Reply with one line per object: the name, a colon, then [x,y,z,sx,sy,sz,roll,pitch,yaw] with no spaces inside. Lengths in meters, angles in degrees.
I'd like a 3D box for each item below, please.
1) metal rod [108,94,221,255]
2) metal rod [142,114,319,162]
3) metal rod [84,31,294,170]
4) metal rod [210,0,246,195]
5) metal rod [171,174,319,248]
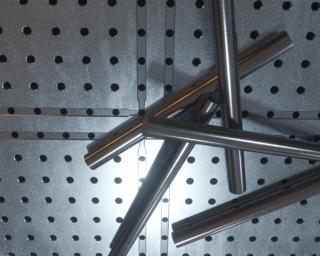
metal rod: [-0.004,0.086,0.431,0.025,0.025,0.298,25,113,-9]
metal rod: [0.125,0.019,0.385,0.302,0.025,0.025,9,111,-19]
metal rod: [0.029,-0.030,0.402,0.300,0.025,0.025,-32,107,10]
metal rod: [0.085,-0.039,0.374,0.025,0.025,0.298,-10,120,3]
metal rod: [0.159,0.112,0.457,0.301,0.025,0.025,-24,109,8]
